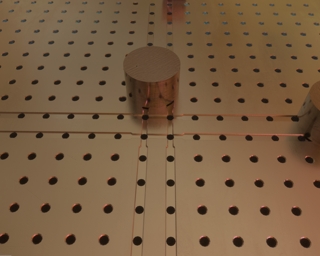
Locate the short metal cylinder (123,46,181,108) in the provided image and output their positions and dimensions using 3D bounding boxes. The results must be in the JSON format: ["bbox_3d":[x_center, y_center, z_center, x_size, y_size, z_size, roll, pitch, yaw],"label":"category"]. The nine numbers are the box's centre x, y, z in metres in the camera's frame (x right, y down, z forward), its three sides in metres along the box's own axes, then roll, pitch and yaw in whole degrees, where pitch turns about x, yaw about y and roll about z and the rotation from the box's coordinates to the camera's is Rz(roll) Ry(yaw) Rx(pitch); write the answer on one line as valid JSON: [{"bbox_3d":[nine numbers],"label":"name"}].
[{"bbox_3d":[-0.011,-0.076,0.455,0.081,0.050,0.080,0,50,0],"label":"short metal cylinder"}]

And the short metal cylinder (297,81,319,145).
[{"bbox_3d":[0.231,-0.020,0.409,0.081,0.050,0.080,0,50,0],"label":"short metal cylinder"}]
